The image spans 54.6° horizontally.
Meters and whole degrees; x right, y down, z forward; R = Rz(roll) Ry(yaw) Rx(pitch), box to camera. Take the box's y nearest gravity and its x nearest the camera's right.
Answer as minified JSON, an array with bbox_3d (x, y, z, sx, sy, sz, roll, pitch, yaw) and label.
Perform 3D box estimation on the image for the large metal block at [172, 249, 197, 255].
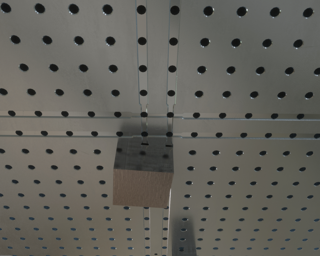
[{"bbox_3d":[0.052,0.308,0.638,0.050,0.080,0.080,-3,130,2],"label":"large metal block"}]

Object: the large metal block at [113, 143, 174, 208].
[{"bbox_3d":[-0.026,0.071,0.455,0.080,0.050,0.080,5,130,-4],"label":"large metal block"}]
